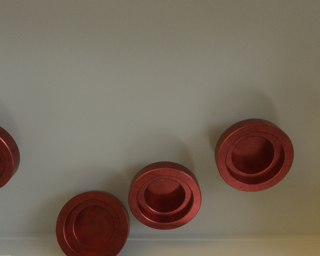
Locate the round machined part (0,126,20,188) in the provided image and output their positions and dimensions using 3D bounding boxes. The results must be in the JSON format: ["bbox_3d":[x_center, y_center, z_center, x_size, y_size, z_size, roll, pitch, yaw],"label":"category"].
[{"bbox_3d":[-0.236,0.033,0.411,0.099,0.042,0.097,0,110,-1],"label":"round machined part"}]

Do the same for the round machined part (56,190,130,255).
[{"bbox_3d":[-0.091,0.138,0.438,0.099,0.042,0.097,0,82,0],"label":"round machined part"}]

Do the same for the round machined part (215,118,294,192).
[{"bbox_3d":[0.122,0.033,0.416,0.099,0.042,0.097,0,110,-1],"label":"round machined part"}]

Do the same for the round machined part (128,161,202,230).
[{"bbox_3d":[0.007,0.090,0.436,0.099,0.042,0.097,0,110,-1],"label":"round machined part"}]
